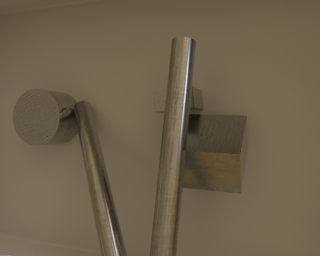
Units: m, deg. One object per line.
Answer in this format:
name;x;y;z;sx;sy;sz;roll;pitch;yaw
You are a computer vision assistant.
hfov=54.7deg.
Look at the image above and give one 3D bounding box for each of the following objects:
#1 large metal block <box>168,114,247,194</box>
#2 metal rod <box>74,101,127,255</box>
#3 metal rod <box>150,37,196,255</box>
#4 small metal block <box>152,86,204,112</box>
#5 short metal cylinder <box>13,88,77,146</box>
large metal block;0.055;0.025;0.354;0.080;0.080;0.050;2;121;19
metal rod;-0.068;0.078;0.358;0.025;0.025;0.300;-36;50;16
metal rod;0.009;0.059;0.300;0.025;0.025;0.298;3;83;19
small metal block;0.024;-0.034;0.388;0.050;0.050;0.025;-6;88;19
short metal cylinder;-0.164;-0.015;0.453;0.080;0.050;0.079;0;90;19
